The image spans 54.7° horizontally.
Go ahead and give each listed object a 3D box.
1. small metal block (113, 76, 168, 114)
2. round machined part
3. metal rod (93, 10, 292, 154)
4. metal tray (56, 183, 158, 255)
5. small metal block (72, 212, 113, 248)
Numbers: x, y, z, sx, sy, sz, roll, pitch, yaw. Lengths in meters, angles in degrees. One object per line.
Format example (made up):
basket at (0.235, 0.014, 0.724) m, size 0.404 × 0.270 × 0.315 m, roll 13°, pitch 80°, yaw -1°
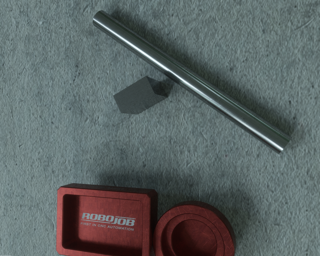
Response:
small metal block at (-0.024, -0.041, 0.403) m, size 0.050 × 0.050 × 0.025 m, roll -28°, pitch 81°, yaw 17°
round machined part at (0.044, 0.138, 0.384) m, size 0.098 × 0.042 × 0.097 m, roll 0°, pitch 90°, yaw 19°
metal rod at (0.029, -0.067, 0.397) m, size 0.300 × 0.025 × 0.025 m, roll 37°, pitch 102°, yaw 15°
metal tray at (-0.070, 0.123, 0.403) m, size 0.130 × 0.030 × 0.089 m, roll 1°, pitch 89°, yaw 17°
small metal block at (-0.093, 0.144, 0.440) m, size 0.050 × 0.025 × 0.050 m, roll -19°, pitch 84°, yaw 18°
